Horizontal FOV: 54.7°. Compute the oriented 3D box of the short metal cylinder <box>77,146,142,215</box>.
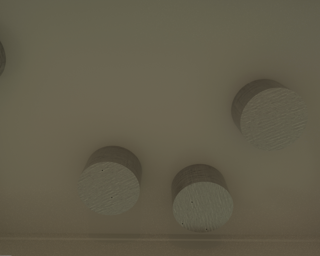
[{"bbox_3d":[-0.066,0.071,0.423,0.081,0.050,0.079,0,110,0],"label":"short metal cylinder"}]

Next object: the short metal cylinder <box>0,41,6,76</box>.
[{"bbox_3d":[-0.234,-0.084,0.365,0.081,0.050,0.079,0,110,0],"label":"short metal cylinder"}]

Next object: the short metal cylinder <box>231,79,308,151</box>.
[{"bbox_3d":[0.136,-0.018,0.392,0.081,0.050,0.079,0,110,0],"label":"short metal cylinder"}]

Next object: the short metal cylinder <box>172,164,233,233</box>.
[{"bbox_3d":[0.057,0.097,0.434,0.081,0.050,0.079,0,110,0],"label":"short metal cylinder"}]
